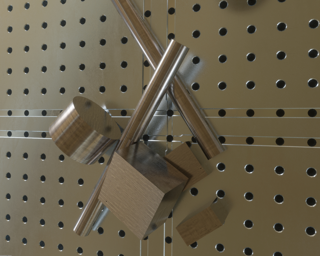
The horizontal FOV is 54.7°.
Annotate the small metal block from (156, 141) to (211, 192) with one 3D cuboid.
[{"bbox_3d":[0.030,0.052,0.402,0.050,0.025,0.050,-37,79,16],"label":"small metal block"}]

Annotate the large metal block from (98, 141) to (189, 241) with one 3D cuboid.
[{"bbox_3d":[-0.023,0.077,0.390,0.080,0.050,0.079,37,121,24],"label":"large metal block"}]

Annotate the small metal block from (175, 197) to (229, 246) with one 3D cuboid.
[{"bbox_3d":[0.053,0.114,0.380,0.050,0.050,0.025,-37,78,16],"label":"small metal block"}]

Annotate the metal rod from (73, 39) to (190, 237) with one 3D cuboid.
[{"bbox_3d":[-0.045,0.024,0.412,0.025,0.025,0.298,34,107,16],"label":"metal rod"}]

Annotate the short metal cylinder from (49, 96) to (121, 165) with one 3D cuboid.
[{"bbox_3d":[-0.100,0.003,0.419,0.050,0.080,0.080,-45,76,14],"label":"short metal cylinder"}]

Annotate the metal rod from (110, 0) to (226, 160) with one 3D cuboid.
[{"bbox_3d":[-0.004,-0.093,0.413,0.025,0.025,0.299,-34,79,17],"label":"metal rod"}]
